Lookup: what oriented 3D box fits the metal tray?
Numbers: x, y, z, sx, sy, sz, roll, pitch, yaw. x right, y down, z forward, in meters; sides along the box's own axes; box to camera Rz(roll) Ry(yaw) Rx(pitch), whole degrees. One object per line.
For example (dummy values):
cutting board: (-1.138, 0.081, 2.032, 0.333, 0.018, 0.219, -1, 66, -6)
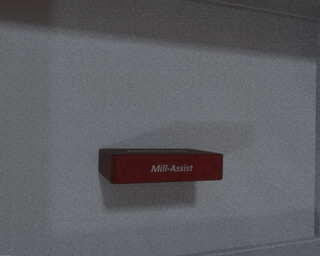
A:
metal tray: (-0.002, 0.043, 0.375, 0.131, 0.090, 0.030, 2, 90, -20)
